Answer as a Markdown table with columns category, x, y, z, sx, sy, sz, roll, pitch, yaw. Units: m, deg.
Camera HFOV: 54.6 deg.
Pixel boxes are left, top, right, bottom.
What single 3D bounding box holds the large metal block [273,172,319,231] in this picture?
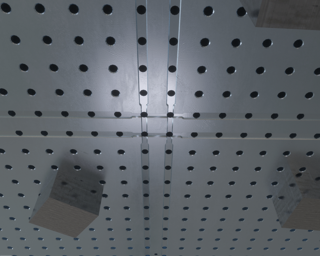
| category | x | y | z | sx | sy | sz | roll | pitch | yaw |
| --- | --- | --- | --- | --- | --- | --- | --- | --- | --- |
| large metal block | 0.242 | 0.119 | 0.498 | 0.080 | 0.050 | 0.079 | 6 | 130 | -5 |

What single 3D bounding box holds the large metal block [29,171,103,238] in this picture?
| category | x | y | z | sx | sy | sz | roll | pitch | yaw |
| --- | --- | --- | --- | --- | --- | --- | --- | --- | --- |
| large metal block | -0.150 | 0.126 | 0.501 | 0.080 | 0.050 | 0.080 | 29 | 124 | -22 |

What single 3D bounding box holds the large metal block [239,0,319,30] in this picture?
| category | x | y | z | sx | sy | sz | roll | pitch | yaw |
| --- | --- | --- | --- | --- | --- | --- | --- | --- | --- |
| large metal block | 0.119 | -0.126 | 0.269 | 0.080 | 0.080 | 0.050 | 2 | 130 | -2 |
